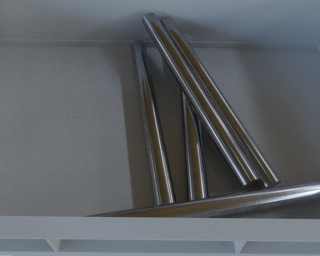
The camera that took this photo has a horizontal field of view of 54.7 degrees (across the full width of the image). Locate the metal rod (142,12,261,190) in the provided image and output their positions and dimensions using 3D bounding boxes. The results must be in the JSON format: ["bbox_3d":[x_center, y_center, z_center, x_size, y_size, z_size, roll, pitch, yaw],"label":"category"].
[{"bbox_3d":[0.042,-0.054,0.416,0.025,0.025,0.299,-18,60,-15],"label":"metal rod"}]

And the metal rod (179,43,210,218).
[{"bbox_3d":[0.041,-0.020,0.422,0.025,0.025,0.300,0,50,-1],"label":"metal rod"}]

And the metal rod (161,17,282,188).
[{"bbox_3d":[0.068,-0.051,0.424,0.025,0.025,0.299,-18,60,-15],"label":"metal rod"}]

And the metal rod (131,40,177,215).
[{"bbox_3d":[-0.014,-0.023,0.424,0.025,0.025,0.300,-6,50,-6],"label":"metal rod"}]

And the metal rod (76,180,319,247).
[{"bbox_3d":[0.073,0.079,0.313,0.302,0.025,0.025,-5,50,-15],"label":"metal rod"}]
